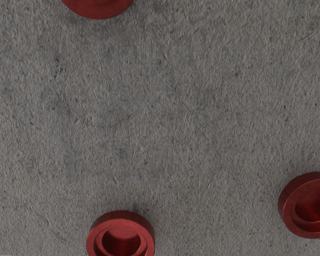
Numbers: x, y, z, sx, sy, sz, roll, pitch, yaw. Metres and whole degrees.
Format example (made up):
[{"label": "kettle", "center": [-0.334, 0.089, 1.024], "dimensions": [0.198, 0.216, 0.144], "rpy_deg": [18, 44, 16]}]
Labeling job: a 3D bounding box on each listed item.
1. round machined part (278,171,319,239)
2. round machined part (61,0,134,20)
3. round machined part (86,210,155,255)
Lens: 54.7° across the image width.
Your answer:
[{"label": "round machined part", "center": [0.216, 0.105, 0.441], "dimensions": [0.099, 0.042, 0.097], "rpy_deg": [0, 110, 0]}, {"label": "round machined part", "center": [-0.071, -0.170, 0.337], "dimensions": [0.099, 0.042, 0.097], "rpy_deg": [0, 110, 0]}, {"label": "round machined part", "center": [-0.056, 0.163, 0.460], "dimensions": [0.099, 0.042, 0.097], "rpy_deg": [0, 110, 0]}]
